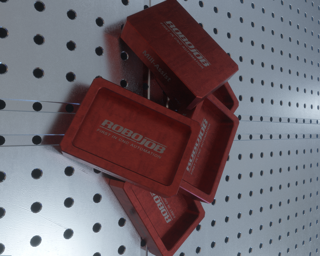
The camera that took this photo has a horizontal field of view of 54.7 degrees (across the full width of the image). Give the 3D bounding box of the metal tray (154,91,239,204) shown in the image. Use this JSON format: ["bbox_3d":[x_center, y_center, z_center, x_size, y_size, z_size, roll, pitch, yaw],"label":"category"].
[{"bbox_3d":[0.053,0.024,0.413,0.090,0.030,0.130,36,68,-35],"label":"metal tray"}]

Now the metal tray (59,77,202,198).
[{"bbox_3d":[-0.030,0.012,0.342,0.131,0.030,0.090,24,72,-6],"label":"metal tray"}]

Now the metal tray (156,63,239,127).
[{"bbox_3d":[0.060,-0.054,0.458,0.090,0.030,0.130,-51,120,-28],"label":"metal tray"}]

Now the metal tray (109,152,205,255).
[{"bbox_3d":[0.002,0.095,0.409,0.091,0.030,0.129,-40,115,-33],"label":"metal tray"}]

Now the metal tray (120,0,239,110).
[{"bbox_3d":[0.026,-0.096,0.390,0.130,0.030,0.091,49,56,5],"label":"metal tray"}]
